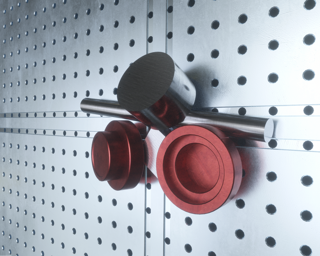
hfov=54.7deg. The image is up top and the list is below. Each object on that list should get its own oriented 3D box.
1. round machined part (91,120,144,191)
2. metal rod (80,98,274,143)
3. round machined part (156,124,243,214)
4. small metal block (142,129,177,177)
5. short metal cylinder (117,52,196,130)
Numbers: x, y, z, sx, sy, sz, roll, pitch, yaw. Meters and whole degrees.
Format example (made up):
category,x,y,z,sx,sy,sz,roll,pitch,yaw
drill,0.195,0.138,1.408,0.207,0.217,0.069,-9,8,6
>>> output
category,x,y,z,sx,sy,sz,roll,pitch,yaw
round machined part,-0.064,0.038,0.429,0.098,0.042,0.097,3,93,58
metal rod,-0.004,-0.017,0.408,0.300,0.025,0.025,10,96,39
round machined part,0.047,0.044,0.352,0.098,0.042,0.097,2,94,37
small metal block,0.003,0.031,0.402,0.050,0.025,0.050,44,116,31
short metal cylinder,-0.004,-0.044,0.373,0.080,0.050,0.080,-17,55,27
